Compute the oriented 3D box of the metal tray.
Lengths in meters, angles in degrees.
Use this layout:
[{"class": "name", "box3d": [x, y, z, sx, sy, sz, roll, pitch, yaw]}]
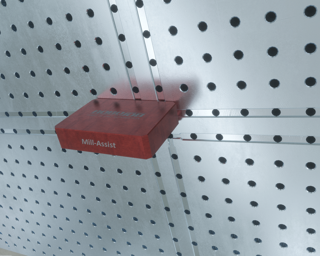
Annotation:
[{"class": "metal tray", "box3d": [-0.053, -0.004, 0.393, 0.130, 0.090, 0.030, 5, 121, 25]}]
